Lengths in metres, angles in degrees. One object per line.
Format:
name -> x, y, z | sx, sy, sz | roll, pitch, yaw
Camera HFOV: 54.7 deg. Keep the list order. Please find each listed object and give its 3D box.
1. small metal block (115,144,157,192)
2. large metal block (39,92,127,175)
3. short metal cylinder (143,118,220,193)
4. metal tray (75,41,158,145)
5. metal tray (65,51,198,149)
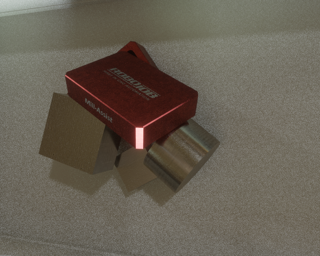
small metal block -> -0.028, 0.051, 0.418 | 0.050, 0.025, 0.050 | -30, 80, 17
large metal block -> -0.096, 0.005, 0.394 | 0.080, 0.050, 0.080 | 17, 96, 18
short metal cylinder -> 0.026, 0.031, 0.370 | 0.050, 0.080, 0.080 | 41, 103, 15
metal tray -> -0.057, -0.043, 0.425 | 0.130, 0.030, 0.090 | -35, 79, 16
metal tray -> -0.034, -0.039, 0.354 | 0.130, 0.091, 0.030 | 35, 140, 31
